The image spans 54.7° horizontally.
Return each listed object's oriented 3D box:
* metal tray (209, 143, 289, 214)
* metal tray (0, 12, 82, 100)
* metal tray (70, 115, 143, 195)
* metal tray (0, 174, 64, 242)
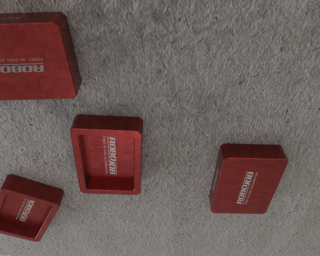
[{"bbox_3d":[0.130,0.081,0.474,0.091,0.030,0.129,1,130,-2],"label":"metal tray"},{"bbox_3d":[-0.161,-0.075,0.338,0.131,0.030,0.089,-2,130,1],"label":"metal tray"},{"bbox_3d":[-0.071,0.042,0.438,0.091,0.030,0.129,2,130,-3],"label":"metal tray"},{"bbox_3d":[-0.226,0.138,0.519,0.091,0.030,0.129,23,127,-19],"label":"metal tray"}]
